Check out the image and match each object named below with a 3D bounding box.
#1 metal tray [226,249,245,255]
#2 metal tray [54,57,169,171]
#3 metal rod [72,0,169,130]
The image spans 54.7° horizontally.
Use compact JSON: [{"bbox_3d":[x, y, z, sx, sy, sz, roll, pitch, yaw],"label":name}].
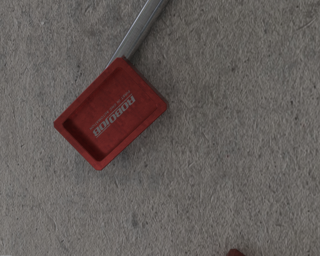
[{"bbox_3d":[0.115,0.221,0.365,0.130,0.030,0.090,34,101,16],"label":"metal tray"},{"bbox_3d":[-0.064,-0.018,0.412,0.130,0.030,0.090,-43,92,11],"label":"metal tray"},{"bbox_3d":[-0.042,-0.113,0.423,0.025,0.025,0.299,38,102,16],"label":"metal rod"}]
